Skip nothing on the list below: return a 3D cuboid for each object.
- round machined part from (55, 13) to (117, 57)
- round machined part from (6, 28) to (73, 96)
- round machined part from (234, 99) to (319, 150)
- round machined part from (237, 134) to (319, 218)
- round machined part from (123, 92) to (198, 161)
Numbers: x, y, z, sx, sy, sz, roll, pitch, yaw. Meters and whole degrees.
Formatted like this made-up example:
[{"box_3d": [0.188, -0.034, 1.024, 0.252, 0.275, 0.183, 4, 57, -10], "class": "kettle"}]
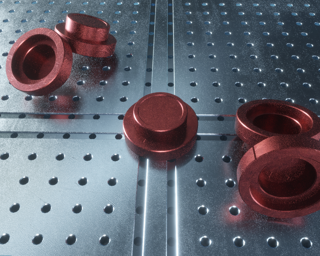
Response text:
[{"box_3d": [-0.118, -0.154, 0.502, 0.099, 0.042, 0.098, 14, 30, -8], "class": "round machined part"}, {"box_3d": [-0.171, -0.093, 0.456, 0.098, 0.042, 0.098, -4, 76, 16], "class": "round machined part"}, {"box_3d": [0.142, 0.005, 0.381, 0.099, 0.042, 0.098, 0, 32, 0], "class": "round machined part"}, {"box_3d": [0.131, 0.046, 0.325, 0.098, 0.097, 0.042, 5, 35, 4], "class": "round machined part"}, {"box_3d": [0.001, -0.009, 0.404, 0.099, 0.042, 0.098, 0, 50, 0], "class": "round machined part"}]
